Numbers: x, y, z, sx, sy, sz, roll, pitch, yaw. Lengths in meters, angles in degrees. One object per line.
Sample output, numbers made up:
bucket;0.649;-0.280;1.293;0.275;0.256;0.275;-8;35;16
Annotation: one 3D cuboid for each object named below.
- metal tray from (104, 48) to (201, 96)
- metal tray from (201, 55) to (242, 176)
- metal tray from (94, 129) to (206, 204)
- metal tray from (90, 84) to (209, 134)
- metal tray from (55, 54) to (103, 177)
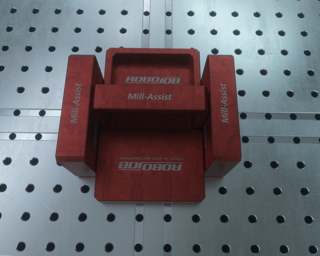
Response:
metal tray;-0.010;-0.065;0.433;0.131;0.030;0.090;1;70;0
metal tray;0.070;-0.013;0.382;0.030;0.090;0.130;1;70;0
metal tray;-0.012;0.048;0.390;0.131;0.030;0.090;1;70;0
metal tray;-0.012;-0.020;0.382;0.131;0.090;0.030;1;70;0
metal tray;-0.092;-0.012;0.380;0.030;0.090;0.130;1;70;0
